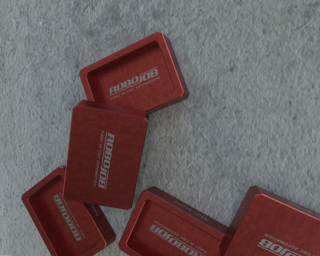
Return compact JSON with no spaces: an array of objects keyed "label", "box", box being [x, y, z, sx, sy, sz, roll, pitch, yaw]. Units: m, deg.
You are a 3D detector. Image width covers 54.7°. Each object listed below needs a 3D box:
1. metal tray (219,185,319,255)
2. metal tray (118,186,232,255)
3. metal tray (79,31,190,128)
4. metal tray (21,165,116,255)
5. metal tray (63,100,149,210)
[{"label":"metal tray","box":[0.143,0.131,0.338,0.131,0.030,0.090,24,98,2]},{"label":"metal tray","box":[0.021,0.145,0.398,0.130,0.030,0.090,26,98,17]},{"label":"metal tray","box":[-0.037,-0.060,0.418,0.130,0.030,0.090,-21,83,18]},{"label":"metal tray","box":[-0.135,0.130,0.452,0.090,0.030,0.130,-36,79,16]},{"label":"metal tray","box":[-0.070,0.036,0.398,0.091,0.030,0.129,11,108,-3]}]
